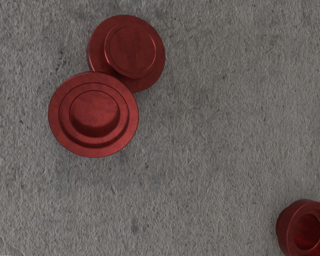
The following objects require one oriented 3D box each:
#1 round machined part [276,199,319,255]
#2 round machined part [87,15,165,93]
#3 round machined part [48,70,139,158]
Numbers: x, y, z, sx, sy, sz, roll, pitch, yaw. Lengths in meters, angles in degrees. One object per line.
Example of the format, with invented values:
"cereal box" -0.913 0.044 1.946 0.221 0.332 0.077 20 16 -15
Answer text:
"round machined part" 0.222 0.159 0.482 0.099 0.042 0.097 0 90 -20
"round machined part" -0.039 -0.093 0.385 0.099 0.042 0.097 0 90 -20
"round machined part" -0.075 -0.018 0.362 0.099 0.042 0.097 -3 106 -9
